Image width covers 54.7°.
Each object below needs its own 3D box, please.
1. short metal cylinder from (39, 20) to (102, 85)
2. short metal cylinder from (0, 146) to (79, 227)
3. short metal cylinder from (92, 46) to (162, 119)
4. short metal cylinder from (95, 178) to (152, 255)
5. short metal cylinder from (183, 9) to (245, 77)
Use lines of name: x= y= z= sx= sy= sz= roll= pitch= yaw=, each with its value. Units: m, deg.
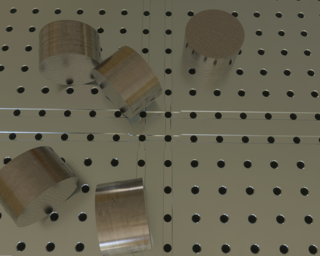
short metal cylinder: x=-0.120 y=-0.099 z=0.417 sx=0.081 sy=0.080 sz=0.050 roll=-7 pitch=70 yaw=-3
short metal cylinder: x=-0.142 y=0.067 z=0.356 sx=0.080 sy=0.080 sz=0.050 roll=-41 pitch=76 yaw=-14
short metal cylinder: x=-0.043 y=-0.059 z=0.404 sx=0.050 sy=0.080 sz=0.080 roll=-41 pitch=75 yaw=-13
short metal cylinder: x=-0.039 y=0.099 z=0.346 sx=0.050 sy=0.080 sz=0.080 roll=-8 pitch=70 yaw=-3
short metal cylinder: x=0.074 y=-0.120 z=0.443 sx=0.081 sy=0.050 sz=0.080 roll=0 pitch=70 yaw=0
